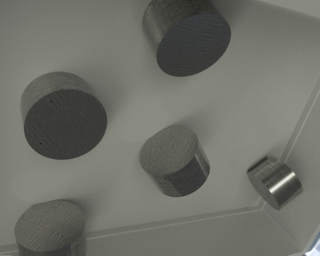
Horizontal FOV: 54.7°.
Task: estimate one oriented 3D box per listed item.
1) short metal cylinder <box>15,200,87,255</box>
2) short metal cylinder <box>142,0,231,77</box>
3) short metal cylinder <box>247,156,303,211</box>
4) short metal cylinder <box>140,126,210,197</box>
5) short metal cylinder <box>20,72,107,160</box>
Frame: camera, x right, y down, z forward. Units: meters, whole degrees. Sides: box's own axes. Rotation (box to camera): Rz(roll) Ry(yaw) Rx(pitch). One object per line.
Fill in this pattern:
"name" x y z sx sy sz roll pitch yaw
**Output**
"short metal cylinder" -0.133 0.137 0.385 0.081 0.080 0.050 -9 122 -24
"short metal cylinder" 0.027 -0.100 0.327 0.081 0.050 0.080 -16 148 -10
"short metal cylinder" 0.200 0.096 0.541 0.050 0.080 0.080 -35 129 -5
"short metal cylinder" 0.020 0.044 0.411 0.080 0.080 0.050 -35 129 -6
"short metal cylinder" -0.102 -0.013 0.328 0.081 0.050 0.079 -14 124 -21
